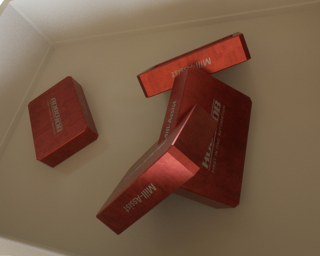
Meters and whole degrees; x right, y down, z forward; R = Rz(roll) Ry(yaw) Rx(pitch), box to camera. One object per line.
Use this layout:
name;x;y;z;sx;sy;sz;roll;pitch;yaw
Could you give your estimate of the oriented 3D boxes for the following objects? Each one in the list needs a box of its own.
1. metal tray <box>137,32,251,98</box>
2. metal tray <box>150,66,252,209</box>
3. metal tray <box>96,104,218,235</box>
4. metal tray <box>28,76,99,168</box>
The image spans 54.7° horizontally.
metal tray;0.044;-0.082;0.395;0.130;0.030;0.090;-19;13;16
metal tray;0.048;0.010;0.329;0.030;0.090;0.130;-27;43;57
metal tray;-0.003;0.042;0.312;0.129;0.030;0.090;-46;5;35
metal tray;-0.157;-0.013;0.491;0.090;0.030;0.130;-33;52;6
